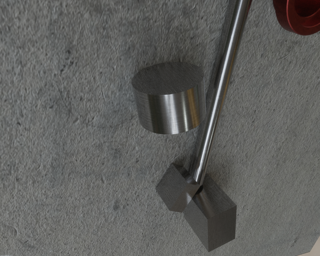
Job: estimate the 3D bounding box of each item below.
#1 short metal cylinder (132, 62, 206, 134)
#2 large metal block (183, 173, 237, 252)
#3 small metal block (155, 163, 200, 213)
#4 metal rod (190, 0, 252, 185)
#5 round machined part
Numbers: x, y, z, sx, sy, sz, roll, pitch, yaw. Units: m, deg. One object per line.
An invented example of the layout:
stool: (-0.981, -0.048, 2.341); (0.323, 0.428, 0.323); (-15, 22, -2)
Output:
short metal cylinder: (0.012, -0.036, 0.357); (0.081, 0.080, 0.050); (-21, 127, -17)
large metal block: (0.077, 0.135, 0.499); (0.050, 0.080, 0.079); (-20, 126, -17)
small metal block: (0.025, 0.089, 0.461); (0.025, 0.050, 0.050); (21, 107, -36)
metal rod: (0.078, -0.046, 0.423); (0.025, 0.025, 0.298); (-5, 121, -26)
round machined part: (0.184, -0.172, 0.393); (0.099, 0.042, 0.097); (-14, 125, -21)
